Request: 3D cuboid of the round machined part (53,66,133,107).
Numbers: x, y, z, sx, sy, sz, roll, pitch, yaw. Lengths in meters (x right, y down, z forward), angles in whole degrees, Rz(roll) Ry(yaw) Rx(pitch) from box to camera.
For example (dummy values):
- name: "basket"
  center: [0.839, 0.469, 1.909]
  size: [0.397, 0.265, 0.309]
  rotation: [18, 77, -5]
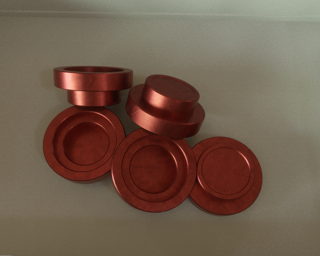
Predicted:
- name: "round machined part"
  center: [-0.084, -0.054, 0.399]
  size: [0.099, 0.098, 0.042]
  rotation: [3, 106, 0]

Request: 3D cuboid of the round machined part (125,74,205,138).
- name: "round machined part"
  center: [0.010, -0.033, 0.382]
  size: [0.099, 0.042, 0.098]
  rotation: [15, 30, -8]

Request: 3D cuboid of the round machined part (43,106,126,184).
- name: "round machined part"
  center: [-0.090, 0.022, 0.389]
  size: [0.099, 0.042, 0.098]
  rotation: [0, 70, -1]

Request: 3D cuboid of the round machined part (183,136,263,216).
- name: "round machined part"
  center: [0.077, 0.056, 0.379]
  size: [0.099, 0.042, 0.098]
  rotation: [0, 70, -1]

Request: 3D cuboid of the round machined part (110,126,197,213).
- name: "round machined part"
  center: [-0.010, 0.050, 0.368]
  size: [0.099, 0.042, 0.098]
  rotation: [3, 76, -13]
